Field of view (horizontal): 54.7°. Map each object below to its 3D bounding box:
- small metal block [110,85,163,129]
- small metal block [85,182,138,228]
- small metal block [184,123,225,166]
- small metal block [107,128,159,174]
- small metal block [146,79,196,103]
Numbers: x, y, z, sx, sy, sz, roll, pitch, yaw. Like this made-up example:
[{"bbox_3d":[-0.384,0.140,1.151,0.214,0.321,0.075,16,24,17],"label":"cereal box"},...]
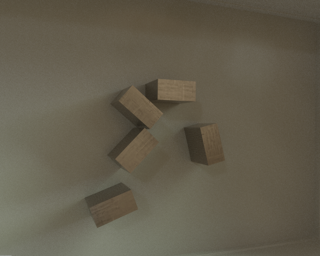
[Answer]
[{"bbox_3d":[-0.030,-0.024,0.386,0.050,0.050,0.025,42,77,-15],"label":"small metal block"},{"bbox_3d":[-0.060,0.091,0.375,0.050,0.050,0.025,-21,97,-19],"label":"small metal block"},{"bbox_3d":[0.059,0.021,0.419,0.025,0.050,0.050,-14,95,-19],"label":"small metal block"},{"bbox_3d":[-0.035,0.026,0.384,0.025,0.050,0.050,46,76,-14],"label":"small metal block"},{"bbox_3d":[0.012,-0.046,0.402,0.050,0.050,0.025,1,90,-20],"label":"small metal block"}]
